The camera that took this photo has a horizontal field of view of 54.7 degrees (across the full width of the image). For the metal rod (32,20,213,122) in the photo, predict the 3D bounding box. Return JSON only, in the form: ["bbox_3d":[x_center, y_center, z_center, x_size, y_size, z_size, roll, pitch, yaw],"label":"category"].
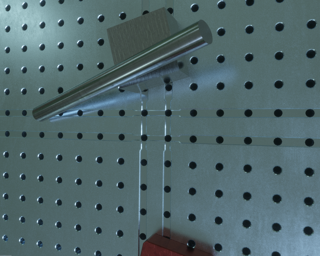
[{"bbox_3d":[-0.071,-0.057,0.388,0.300,0.025,0.025,-17,84,37],"label":"metal rod"}]

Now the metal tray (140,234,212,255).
[{"bbox_3d":[0.011,0.218,0.405,0.090,0.030,0.129,14,95,19],"label":"metal tray"}]

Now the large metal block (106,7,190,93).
[{"bbox_3d":[-0.014,-0.097,0.404,0.080,0.050,0.080,-14,85,19],"label":"large metal block"}]
